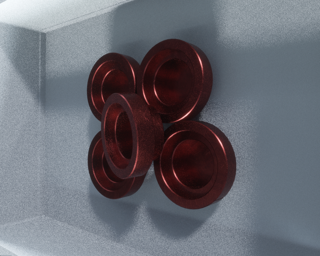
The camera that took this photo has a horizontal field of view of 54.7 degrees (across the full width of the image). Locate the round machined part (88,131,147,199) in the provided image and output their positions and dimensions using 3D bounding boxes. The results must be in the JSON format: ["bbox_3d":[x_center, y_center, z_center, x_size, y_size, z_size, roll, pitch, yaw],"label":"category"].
[{"bbox_3d":[-0.054,0.048,0.436,0.098,0.042,0.097,0,90,39],"label":"round machined part"}]

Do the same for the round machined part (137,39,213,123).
[{"bbox_3d":[0.021,-0.054,0.374,0.098,0.042,0.097,0,90,39],"label":"round machined part"}]

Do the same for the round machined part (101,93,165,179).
[{"bbox_3d":[-0.030,0.007,0.361,0.098,0.042,0.097,14,106,56],"label":"round machined part"}]

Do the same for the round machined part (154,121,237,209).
[{"bbox_3d":[0.043,0.040,0.356,0.098,0.042,0.097,0,90,39],"label":"round machined part"}]

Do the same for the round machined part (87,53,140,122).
[{"bbox_3d":[-0.056,-0.054,0.437,0.098,0.042,0.097,0,90,39],"label":"round machined part"}]
